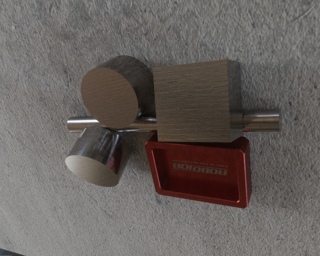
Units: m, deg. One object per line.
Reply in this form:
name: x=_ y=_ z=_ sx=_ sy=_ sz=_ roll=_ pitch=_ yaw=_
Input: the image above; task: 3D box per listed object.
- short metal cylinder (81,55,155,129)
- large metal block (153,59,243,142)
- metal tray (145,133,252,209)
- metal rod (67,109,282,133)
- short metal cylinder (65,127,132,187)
short metal cylinder: x=-0.051 y=-0.046 z=0.391 sx=0.080 sy=0.050 sz=0.079 roll=13 pitch=123 yaw=21
large metal block: x=0.042 y=-0.028 z=0.336 sx=0.080 sy=0.050 sz=0.079 roll=-1 pitch=97 yaw=28
metal tray: x=0.051 y=0.053 z=0.410 sx=0.130 sy=0.030 sz=0.089 roll=3 pitch=120 yaw=26
metal rod: x=-0.002 y=-0.007 z=0.407 sx=0.300 sy=0.025 sz=0.025 roll=-1 pitch=118 yaw=28
short metal cylinder: x=-0.088 y=0.043 z=0.449 sx=0.080 sy=0.050 sz=0.080 roll=14 pitch=144 yaw=11
